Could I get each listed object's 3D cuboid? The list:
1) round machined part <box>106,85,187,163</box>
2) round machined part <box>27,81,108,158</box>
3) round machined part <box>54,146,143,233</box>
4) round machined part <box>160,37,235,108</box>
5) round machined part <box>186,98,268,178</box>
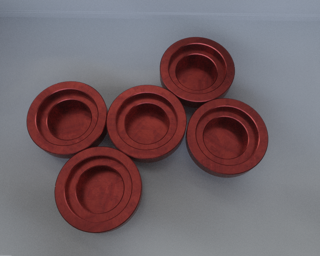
[{"bbox_3d":[-0.016,-0.003,0.398,0.099,0.042,0.098,0,70,0],"label":"round machined part"},{"bbox_3d":[-0.114,-0.008,0.400,0.099,0.042,0.098,0,70,0],"label":"round machined part"},{"bbox_3d":[-0.070,0.074,0.370,0.099,0.042,0.098,0,70,0],"label":"round machined part"},{"bbox_3d":[0.049,-0.072,0.424,0.099,0.042,0.098,0,70,0],"label":"round machined part"},{"bbox_3d":[0.082,0.015,0.393,0.099,0.042,0.098,0,70,0],"label":"round machined part"}]
